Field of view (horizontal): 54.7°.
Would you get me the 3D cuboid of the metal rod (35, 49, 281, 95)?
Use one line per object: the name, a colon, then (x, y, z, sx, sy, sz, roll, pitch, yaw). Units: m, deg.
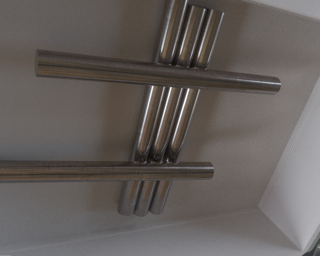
metal rod: (0.022, -0.058, 0.350, 0.303, 0.025, 0.025, 0, 118, -28)

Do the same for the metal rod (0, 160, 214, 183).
metal rod: (-0.071, 0.053, 0.377, 0.302, 0.025, 0.025, 3, 117, -22)

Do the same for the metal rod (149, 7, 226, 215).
metal rod: (0.028, -0.005, 0.418, 0.025, 0.025, 0.298, 1, 118, -29)

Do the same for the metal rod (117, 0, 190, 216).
metal rod: (-0.015, -0.010, 0.393, 0.025, 0.025, 0.298, 0, 118, -29)

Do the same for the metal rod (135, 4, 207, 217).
metal rod: (0.005, -0.005, 0.407, 0.025, 0.025, 0.298, 1, 118, -29)
